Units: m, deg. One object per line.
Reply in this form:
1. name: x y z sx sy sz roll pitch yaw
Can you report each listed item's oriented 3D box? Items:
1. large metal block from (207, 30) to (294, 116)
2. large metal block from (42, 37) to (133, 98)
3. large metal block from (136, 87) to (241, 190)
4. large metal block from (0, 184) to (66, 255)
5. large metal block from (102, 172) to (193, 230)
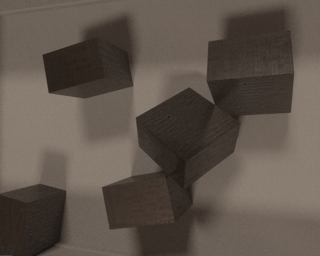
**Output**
1. large metal block: 0.100 -0.055 0.339 0.080 0.080 0.050 -3 65 19
2. large metal block: -0.093 -0.076 0.413 0.080 0.080 0.050 -12 86 19
3. large metal block: 0.031 0.009 0.353 0.081 0.050 0.080 -32 53 -25
4. large metal block: -0.186 0.131 0.445 0.050 0.080 0.079 9 93 19
5. large metal block: -0.012 0.085 0.385 0.080 0.080 0.050 -12 86 19
